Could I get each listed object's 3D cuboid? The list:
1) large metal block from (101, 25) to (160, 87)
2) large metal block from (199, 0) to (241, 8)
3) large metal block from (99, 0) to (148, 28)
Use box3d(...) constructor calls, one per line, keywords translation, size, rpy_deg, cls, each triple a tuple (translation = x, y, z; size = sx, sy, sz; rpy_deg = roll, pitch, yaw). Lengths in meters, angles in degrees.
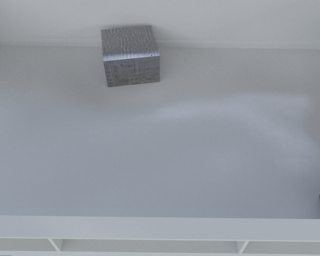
box3d(translation=(-0.046, -0.113, 0.483), size=(0.081, 0.050, 0.080), rpy_deg=(-7, 50, -6), cls="large metal block")
box3d(translation=(0.123, -0.294, 0.620), size=(0.081, 0.080, 0.050), rpy_deg=(-7, 51, -6), cls="large metal block")
box3d(translation=(-0.064, -0.231, 0.566), size=(0.080, 0.080, 0.050), rpy_deg=(5, 50, 4), cls="large metal block")
